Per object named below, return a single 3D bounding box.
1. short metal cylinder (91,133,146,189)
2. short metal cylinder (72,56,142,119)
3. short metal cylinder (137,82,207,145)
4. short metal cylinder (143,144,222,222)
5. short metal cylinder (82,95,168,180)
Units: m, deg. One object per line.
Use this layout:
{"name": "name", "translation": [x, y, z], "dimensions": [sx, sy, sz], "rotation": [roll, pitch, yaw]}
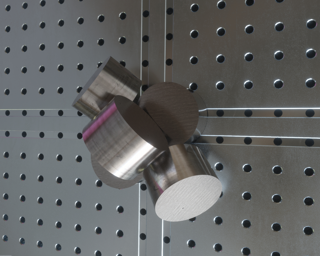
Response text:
{"name": "short metal cylinder", "translation": [-0.044, 0.036, 0.413], "dimensions": [0.080, 0.050, 0.079], "rotation": [0, 90, 19]}
{"name": "short metal cylinder", "translation": [-0.068, -0.045, 0.399], "dimensions": [0.050, 0.080, 0.080], "rotation": [37, 104, -19]}
{"name": "short metal cylinder", "translation": [0.015, -0.016, 0.392], "dimensions": [0.080, 0.050, 0.079], "rotation": [0, 90, 19]}
{"name": "short metal cylinder", "translation": [0.025, 0.065, 0.366], "dimensions": [0.080, 0.080, 0.050], "rotation": [-42, 42, 15]}
{"name": "short metal cylinder", "translation": [-0.037, 0.010, 0.341], "dimensions": [0.050, 0.080, 0.080], "rotation": [-43, 77, 15]}
